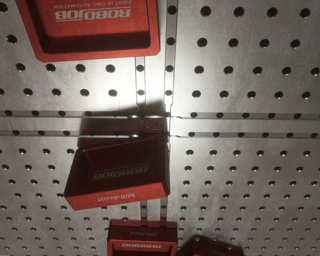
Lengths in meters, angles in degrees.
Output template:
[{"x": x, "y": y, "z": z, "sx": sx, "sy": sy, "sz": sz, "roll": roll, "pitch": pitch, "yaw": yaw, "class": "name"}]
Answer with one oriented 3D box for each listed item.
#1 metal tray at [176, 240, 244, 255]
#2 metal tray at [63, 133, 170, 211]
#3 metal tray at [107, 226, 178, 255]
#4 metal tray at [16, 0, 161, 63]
[{"x": 0.104, "y": 0.286, "z": 0.653, "sx": 0.131, "sy": 0.030, "sz": 0.089, "roll": 22, "pitch": 127, "yaw": -19, "class": "metal tray"}, {"x": -0.054, "y": 0.057, "z": 0.416, "sx": 0.131, "sy": 0.090, "sz": 0.030, "roll": -10, "pitch": 130, "yaw": 8, "class": "metal tray"}, {"x": -0.035, "y": 0.231, "z": 0.604, "sx": 0.131, "sy": 0.030, "sz": 0.089, "roll": 4, "pitch": 130, "yaw": -4, "class": "metal tray"}, {"x": -0.068, "y": -0.116, "z": 0.308, "sx": 0.131, "sy": 0.030, "sz": 0.089, "roll": -3, "pitch": 130, "yaw": 2, "class": "metal tray"}]
